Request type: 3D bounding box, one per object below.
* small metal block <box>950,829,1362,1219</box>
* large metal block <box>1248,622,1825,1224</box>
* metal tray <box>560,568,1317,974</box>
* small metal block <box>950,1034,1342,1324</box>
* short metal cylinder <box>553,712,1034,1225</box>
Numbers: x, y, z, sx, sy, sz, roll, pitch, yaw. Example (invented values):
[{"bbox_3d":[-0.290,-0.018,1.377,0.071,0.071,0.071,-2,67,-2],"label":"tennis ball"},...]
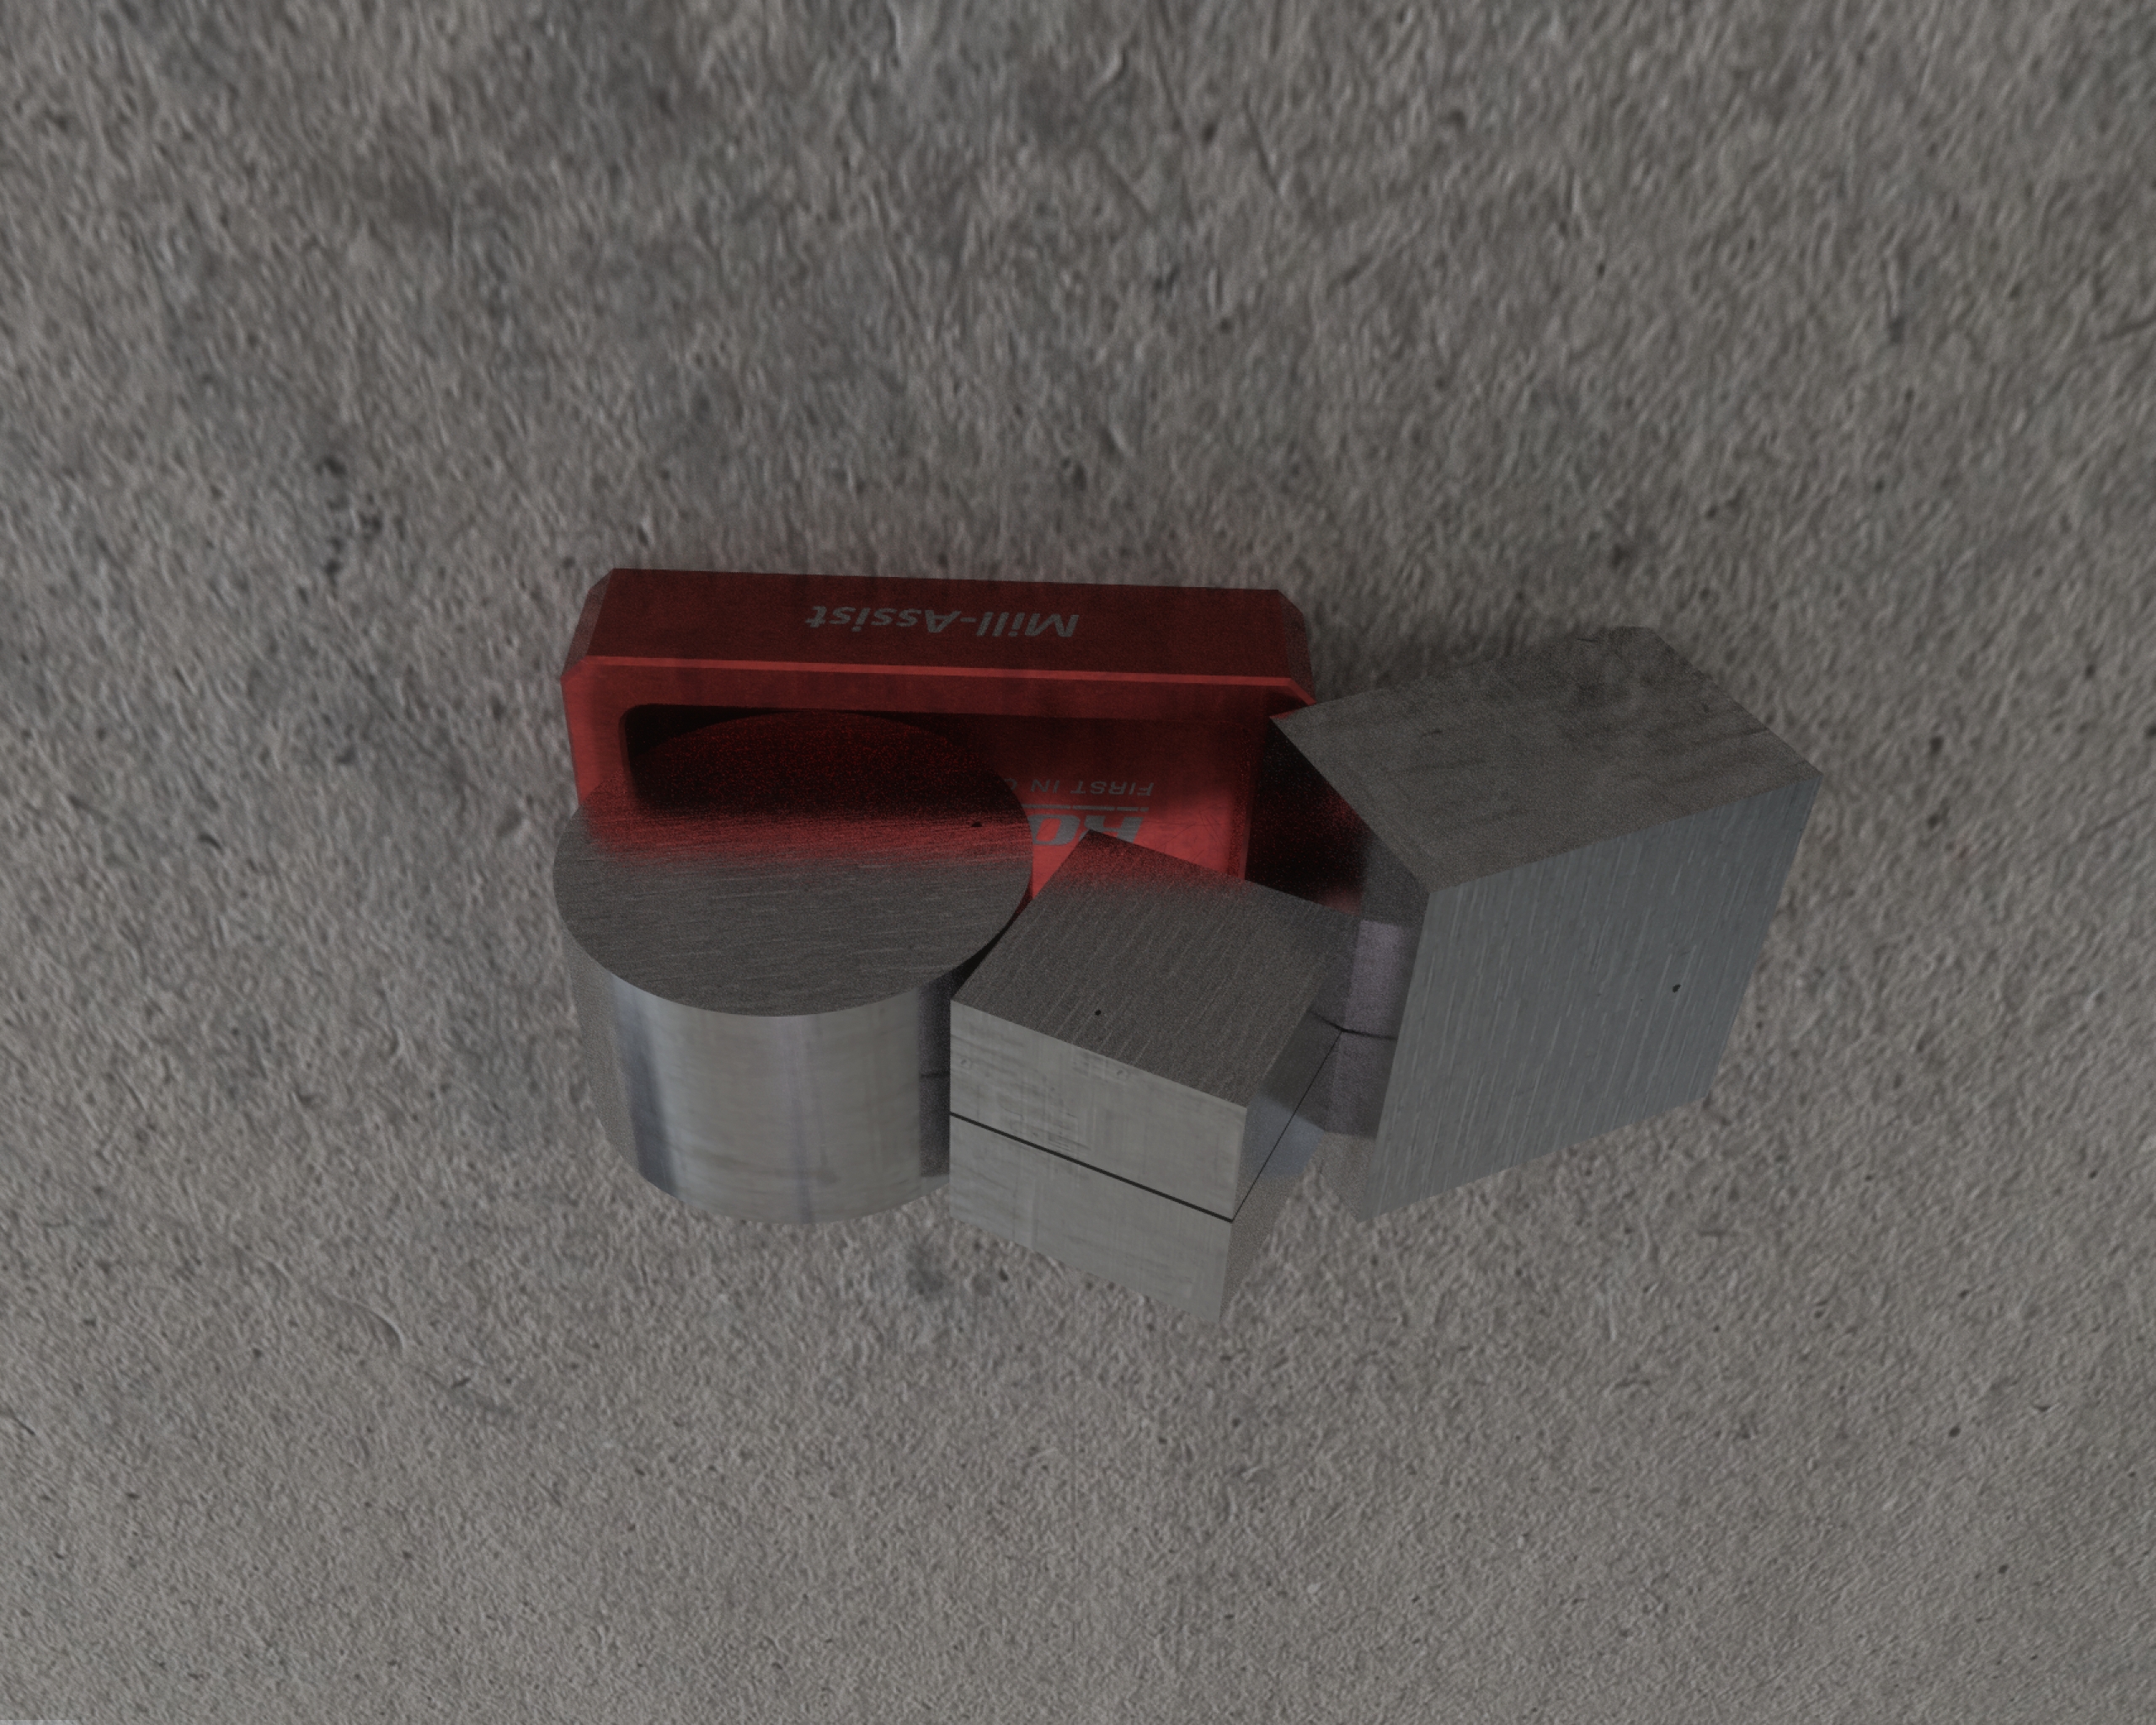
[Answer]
[{"bbox_3d":[0.013,0.025,0.345,0.050,0.050,0.025,19,131,18],"label":"small metal block"},{"bbox_3d":[0.078,0.010,0.383,0.081,0.050,0.079,-15,134,-22],"label":"large metal block"},{"bbox_3d":[-0.025,-0.009,0.397,0.131,0.030,0.089,2,130,-2],"label":"metal tray"},{"bbox_3d":[0.012,0.045,0.361,0.050,0.050,0.025,19,131,18],"label":"small metal block"},{"bbox_3d":[-0.048,0.017,0.370,0.081,0.080,0.050,1,130,-1],"label":"short metal cylinder"}]
